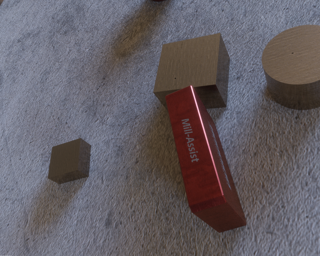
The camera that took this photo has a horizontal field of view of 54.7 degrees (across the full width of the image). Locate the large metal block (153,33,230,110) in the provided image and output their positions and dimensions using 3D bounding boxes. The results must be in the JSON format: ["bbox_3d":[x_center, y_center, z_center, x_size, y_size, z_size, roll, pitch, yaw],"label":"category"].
[{"bbox_3d":[0.044,-0.070,0.408,0.080,0.050,0.080,-4,60,26],"label":"large metal block"}]

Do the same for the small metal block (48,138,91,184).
[{"bbox_3d":[-0.128,0.048,0.442,0.050,0.025,0.050,-17,55,18],"label":"small metal block"}]

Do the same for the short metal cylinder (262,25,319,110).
[{"bbox_3d":[0.159,-0.067,0.346,0.080,0.050,0.080,-13,56,21],"label":"short metal cylinder"}]

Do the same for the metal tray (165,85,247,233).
[{"bbox_3d":[0.046,0.031,0.318,0.030,0.090,0.130,-22,54,15],"label":"metal tray"}]
